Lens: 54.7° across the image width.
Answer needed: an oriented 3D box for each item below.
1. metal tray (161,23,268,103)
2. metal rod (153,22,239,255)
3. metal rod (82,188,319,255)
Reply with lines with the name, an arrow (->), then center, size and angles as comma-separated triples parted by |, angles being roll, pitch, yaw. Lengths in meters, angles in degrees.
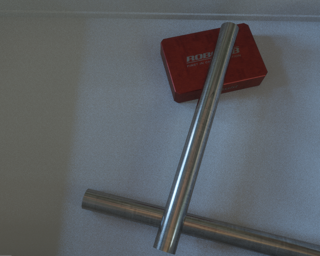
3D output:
metal tray -> 0.074, -0.094, 0.442 | 0.131, 0.030, 0.090 | -13, 71, -5
metal rod -> 0.050, -0.002, 0.380 | 0.025, 0.025, 0.299 | 17, 72, 6
metal rod -> 0.056, 0.119, 0.366 | 0.302, 0.025, 0.025 | 13, 71, 4
